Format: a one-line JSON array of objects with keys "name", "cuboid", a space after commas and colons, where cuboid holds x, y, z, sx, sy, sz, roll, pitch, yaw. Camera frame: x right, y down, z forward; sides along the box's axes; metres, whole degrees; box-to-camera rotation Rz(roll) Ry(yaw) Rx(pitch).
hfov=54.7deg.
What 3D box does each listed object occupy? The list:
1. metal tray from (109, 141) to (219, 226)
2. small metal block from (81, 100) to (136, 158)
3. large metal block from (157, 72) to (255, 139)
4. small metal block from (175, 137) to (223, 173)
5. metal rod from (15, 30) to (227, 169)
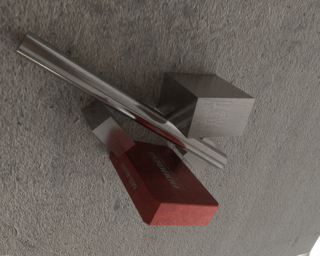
[{"name": "metal tray", "cuboid": [0.000, 0.063, 0.381, 0.091, 0.130, 0.030, 13, 112, -34]}, {"name": "small metal block", "cuboid": [-0.060, -0.001, 0.359, 0.025, 0.050, 0.050, -39, 130, -2]}, {"name": "large metal block", "cuboid": [0.054, -0.030, 0.384, 0.081, 0.080, 0.050, -2, 120, -28]}, {"name": "small metal block", "cuboid": [0.059, 0.032, 0.463, 0.050, 0.025, 0.050, -41, 130, 0]}, {"name": "metal rod", "cuboid": [-0.020, -0.016, 0.371, 0.301, 0.025, 0.025, 31, 101, -33]}]
